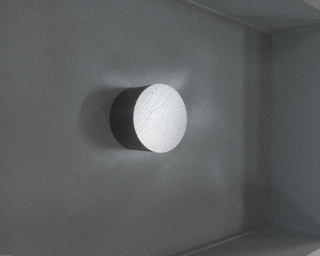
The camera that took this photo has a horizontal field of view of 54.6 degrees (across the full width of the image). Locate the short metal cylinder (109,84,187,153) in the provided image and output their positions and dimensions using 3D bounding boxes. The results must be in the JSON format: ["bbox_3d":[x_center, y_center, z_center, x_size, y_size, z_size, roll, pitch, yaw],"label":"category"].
[{"bbox_3d":[-0.014,-0.011,0.378,0.081,0.050,0.080,0,90,-40],"label":"short metal cylinder"}]
